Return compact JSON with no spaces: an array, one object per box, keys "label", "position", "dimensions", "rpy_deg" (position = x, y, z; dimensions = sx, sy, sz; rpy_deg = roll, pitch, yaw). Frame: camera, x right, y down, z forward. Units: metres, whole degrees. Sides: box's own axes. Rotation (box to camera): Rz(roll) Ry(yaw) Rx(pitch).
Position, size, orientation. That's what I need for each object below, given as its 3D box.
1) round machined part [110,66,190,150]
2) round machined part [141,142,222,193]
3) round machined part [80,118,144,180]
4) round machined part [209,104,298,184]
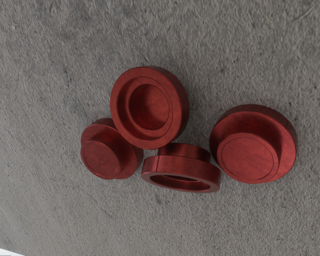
[{"label":"round machined part","position":[-0.009,-0.026,0.374],"dimensions":[0.098,0.042,0.097],"rpy_deg":[9,108,28]},{"label":"round machined part","position":[0.028,0.050,0.391],"dimensions":[0.099,0.042,0.098],"rpy_deg":[9,158,4]},{"label":"round machined part","position":[-0.078,0.038,0.460],"dimensions":[0.098,0.042,0.097],"rpy_deg":[13,124,21]},{"label":"round machined part","position":[0.104,0.025,0.357],"dimensions":[0.098,0.042,0.097],"rpy_deg":[13,124,21]}]
